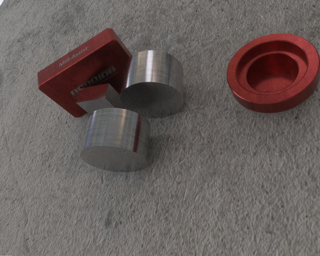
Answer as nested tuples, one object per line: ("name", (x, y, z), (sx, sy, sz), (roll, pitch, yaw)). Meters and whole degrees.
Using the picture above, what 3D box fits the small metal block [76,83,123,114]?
("small metal block", (-0.085, -0.038, 0.455), (0.050, 0.050, 0.025), (-6, 59, 25))

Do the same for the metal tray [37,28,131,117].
("metal tray", (-0.101, -0.077, 0.462), (0.130, 0.090, 0.030), (-30, 52, 9))

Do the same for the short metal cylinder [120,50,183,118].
("short metal cylinder", (-0.009, -0.055, 0.407), (0.080, 0.080, 0.050), (-11, 57, 22))

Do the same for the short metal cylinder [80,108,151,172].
("short metal cylinder", (-0.054, 0.017, 0.386), (0.080, 0.080, 0.050), (-8, 58, 24))

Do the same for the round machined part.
("round machined part", (0.131, -0.058, 0.360), (0.098, 0.042, 0.098), (-13, 56, 21))
